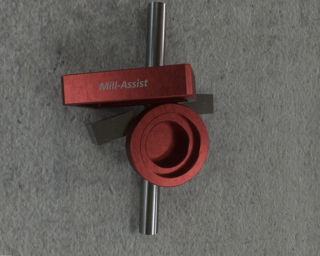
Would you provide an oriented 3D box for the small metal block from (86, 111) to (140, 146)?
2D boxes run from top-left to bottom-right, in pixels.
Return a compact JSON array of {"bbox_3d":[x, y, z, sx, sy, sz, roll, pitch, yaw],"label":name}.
[{"bbox_3d":[-0.059,0.000,0.376,0.050,0.050,0.025,-20,97,-19],"label":"small metal block"}]

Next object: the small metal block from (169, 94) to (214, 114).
[{"bbox_3d":[0.036,-0.030,0.411,0.050,0.050,0.025,-2,91,-20],"label":"small metal block"}]

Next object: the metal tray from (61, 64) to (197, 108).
[{"bbox_3d":[-0.028,-0.042,0.341,0.131,0.090,0.030,-4,90,9],"label":"metal tray"}]

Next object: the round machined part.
[{"bbox_3d":[0.006,0.019,0.375,0.099,0.042,0.097,-2,94,-22],"label":"round machined part"}]

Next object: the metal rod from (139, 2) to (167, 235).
[{"bbox_3d":[-0.009,-0.013,0.408,0.025,0.025,0.298,2,89,-20],"label":"metal rod"}]
